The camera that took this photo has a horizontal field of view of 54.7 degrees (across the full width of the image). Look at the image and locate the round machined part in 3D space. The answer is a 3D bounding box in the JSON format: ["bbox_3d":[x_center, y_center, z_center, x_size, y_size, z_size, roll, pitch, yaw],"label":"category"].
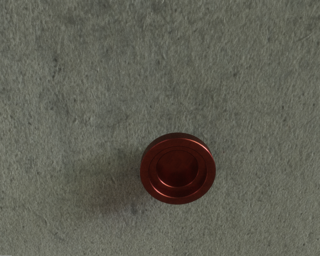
[{"bbox_3d":[0.023,0.051,0.420,0.099,0.042,0.097,0,110,-1],"label":"round machined part"}]
